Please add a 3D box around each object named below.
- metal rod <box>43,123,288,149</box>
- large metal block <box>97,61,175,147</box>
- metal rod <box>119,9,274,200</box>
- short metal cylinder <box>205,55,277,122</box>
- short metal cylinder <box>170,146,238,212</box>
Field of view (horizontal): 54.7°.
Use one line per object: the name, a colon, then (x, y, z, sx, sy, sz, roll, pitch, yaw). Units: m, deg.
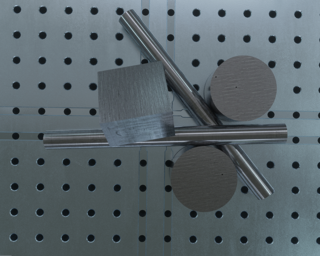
metal rod: (0.002, 0.011, 0.393, 0.302, 0.025, 0.025, -2, 90, 6)
large metal block: (-0.029, -0.030, 0.379, 0.080, 0.050, 0.080, -10, 55, 0)
metal rod: (0.048, -0.030, 0.410, 0.025, 0.025, 0.300, -38, 90, 0)
short metal cylinder: (0.101, -0.048, 0.398, 0.081, 0.050, 0.079, 0, 90, 0)
short metal cylinder: (0.053, 0.061, 0.398, 0.081, 0.050, 0.079, 0, 90, 0)
